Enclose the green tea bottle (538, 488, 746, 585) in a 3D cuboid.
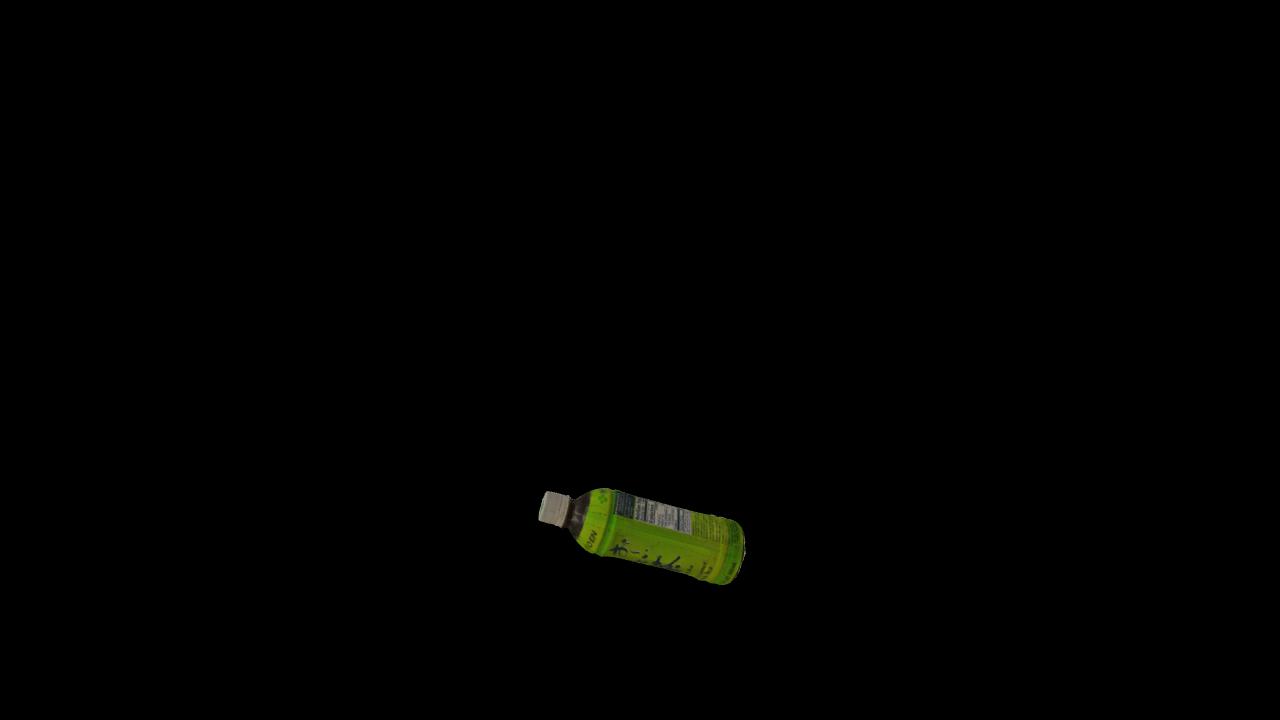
[{"bbox_3d":[0.001,0.176,0.637,0.212,0.073,0.073,19,-4,-10],"label":"green tea bottle"}]
